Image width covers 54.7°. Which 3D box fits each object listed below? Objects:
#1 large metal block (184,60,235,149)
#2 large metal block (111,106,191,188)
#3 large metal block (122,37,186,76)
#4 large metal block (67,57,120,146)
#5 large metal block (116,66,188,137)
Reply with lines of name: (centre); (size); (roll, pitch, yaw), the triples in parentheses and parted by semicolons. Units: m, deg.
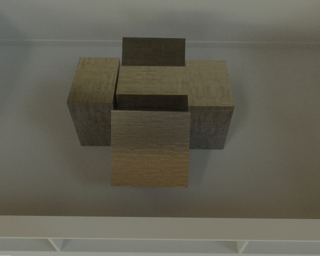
large metal block: (0.057, -0.029, 0.392); (0.050, 0.080, 0.080); (1, 50, 1)
large metal block: (-0.010, 0.019, 0.343); (0.081, 0.079, 0.050); (1, 8, -1)
large metal block: (-0.007, -0.089, 0.435); (0.080, 0.080, 0.050); (1, 88, 1)
large metal block: (-0.076, -0.033, 0.395); (0.050, 0.080, 0.080); (1, 50, 0)
large metal block: (-0.009, -0.031, 0.394); (0.080, 0.080, 0.050); (1, 50, 0)
